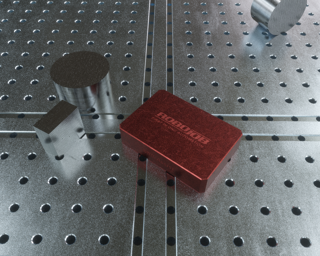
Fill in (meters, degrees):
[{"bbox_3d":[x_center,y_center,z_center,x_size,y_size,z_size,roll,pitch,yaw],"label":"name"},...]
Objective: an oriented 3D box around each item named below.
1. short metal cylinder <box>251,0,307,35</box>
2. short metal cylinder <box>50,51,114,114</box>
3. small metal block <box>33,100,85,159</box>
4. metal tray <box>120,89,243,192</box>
[{"bbox_3d":[0.211,-0.215,0.554,0.081,0.080,0.050,-20,53,-16],"label":"short metal cylinder"},{"bbox_3d":[-0.110,-0.066,0.446,0.081,0.050,0.080,0,50,0],"label":"short metal cylinder"},{"bbox_3d":[-0.124,0.002,0.389,0.025,0.050,0.050,24,54,19],"label":"small metal block"},{"bbox_3d":[0.025,0.011,0.396,0.130,0.030,0.090,31,56,23],"label":"metal tray"}]
